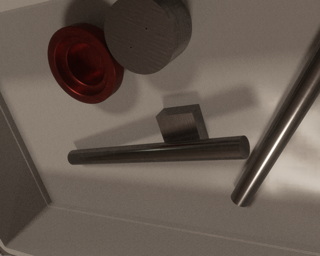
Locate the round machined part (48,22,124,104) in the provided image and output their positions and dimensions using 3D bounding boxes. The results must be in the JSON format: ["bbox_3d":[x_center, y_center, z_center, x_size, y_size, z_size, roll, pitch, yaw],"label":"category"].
[{"bbox_3d":[-0.088,-0.083,0.391,0.098,0.042,0.097,13,124,20],"label":"round machined part"}]

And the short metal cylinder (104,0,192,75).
[{"bbox_3d":[-0.012,-0.104,0.333,0.080,0.050,0.079,13,124,20],"label":"short metal cylinder"}]

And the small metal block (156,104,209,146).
[{"bbox_3d":[0.029,0.000,0.392,0.050,0.025,0.050,-5,116,30],"label":"small metal block"}]

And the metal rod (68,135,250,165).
[{"bbox_3d":[-0.027,0.034,0.416,0.300,0.025,0.025,-7,115,39],"label":"metal rod"}]

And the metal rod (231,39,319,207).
[{"bbox_3d":[0.140,-0.020,0.321,0.025,0.025,0.298,25,127,12],"label":"metal rod"}]
